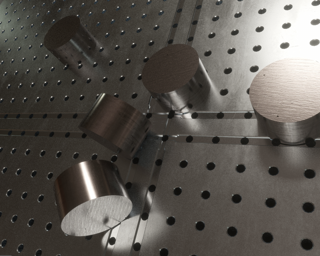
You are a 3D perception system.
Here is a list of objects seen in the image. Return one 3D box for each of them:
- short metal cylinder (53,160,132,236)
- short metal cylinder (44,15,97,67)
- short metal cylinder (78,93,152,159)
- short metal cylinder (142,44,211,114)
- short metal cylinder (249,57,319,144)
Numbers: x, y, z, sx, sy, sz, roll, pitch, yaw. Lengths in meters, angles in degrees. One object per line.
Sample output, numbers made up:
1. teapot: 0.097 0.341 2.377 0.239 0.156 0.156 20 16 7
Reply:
1. short metal cylinder: -0.079 0.082 0.362 0.080 0.080 0.050 -33 52 6
2. short metal cylinder: -0.166 -0.161 0.576 0.080 0.050 0.080 -13 56 21
3. short metal cylinder: -0.057 -0.001 0.402 0.080 0.080 0.050 20 73 35
4. short metal cylinder: 0.023 -0.066 0.420 0.080 0.050 0.080 -13 56 20
5. short metal cylinder: 0.142 -0.029 0.335 0.080 0.050 0.080 -13 56 21
